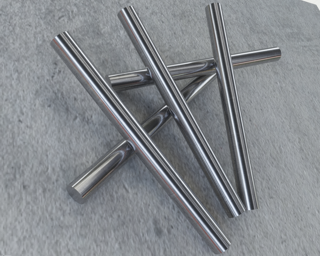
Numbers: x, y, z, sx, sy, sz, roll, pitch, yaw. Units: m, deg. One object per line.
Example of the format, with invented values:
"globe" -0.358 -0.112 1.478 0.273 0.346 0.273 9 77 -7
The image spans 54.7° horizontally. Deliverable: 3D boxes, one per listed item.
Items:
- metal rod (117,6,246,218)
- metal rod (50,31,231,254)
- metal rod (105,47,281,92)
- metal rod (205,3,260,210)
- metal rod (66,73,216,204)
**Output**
"metal rod" 0.026 -0.023 0.402 0.025 0.025 0.299 -26 86 -37
"metal rod" -0.019 0.020 0.351 0.300 0.025 0.025 52 51 -4
"metal rod" 0.065 -0.092 0.468 0.303 0.025 0.025 -15 69 -25
"metal rod" 0.099 -0.038 0.438 0.025 0.025 0.299 0 76 -29
"metal rod" -0.001 -0.011 0.411 0.025 0.025 0.302 45 51 2
